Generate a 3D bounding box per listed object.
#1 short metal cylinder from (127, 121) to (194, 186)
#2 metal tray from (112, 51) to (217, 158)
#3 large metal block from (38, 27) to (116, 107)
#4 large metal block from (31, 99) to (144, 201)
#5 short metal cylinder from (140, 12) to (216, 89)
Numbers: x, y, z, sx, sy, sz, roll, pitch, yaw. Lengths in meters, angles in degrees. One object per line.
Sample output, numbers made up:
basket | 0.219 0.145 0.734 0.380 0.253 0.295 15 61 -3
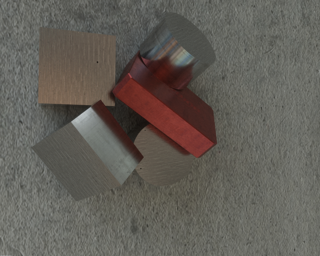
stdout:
short metal cylinder | -0.003 0.030 0.397 0.081 0.050 0.080 0 90 -20
metal tray | 0.011 -0.031 0.381 0.130 0.090 0.030 37 118 -16
large metal block | -0.097 -0.065 0.359 0.081 0.050 0.080 1 90 -20
large metal block | -0.080 0.027 0.344 0.080 0.080 0.050 55 38 -12
short metal cylinder | 0.022 -0.095 0.384 0.080 0.050 0.080 28 41 -27
